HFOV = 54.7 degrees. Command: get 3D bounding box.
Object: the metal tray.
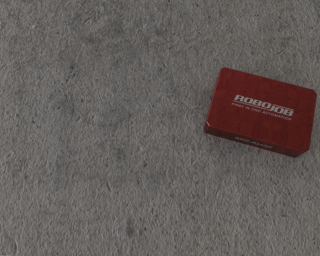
[{"bbox_3d":[0.133,-0.022,0.414,0.131,0.030,0.090,16,71,5],"label":"metal tray"}]
